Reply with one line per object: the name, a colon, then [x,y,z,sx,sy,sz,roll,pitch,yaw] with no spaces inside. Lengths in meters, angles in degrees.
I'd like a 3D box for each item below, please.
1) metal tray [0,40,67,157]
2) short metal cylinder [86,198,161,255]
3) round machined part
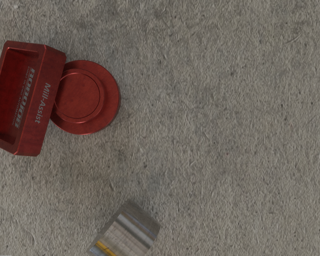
metal tray: [-0.171,-0.039,0.383,0.090,0.030,0.129,15,90,34]
short metal cylinder: [-0.044,0.135,0.382,0.050,0.080,0.080,40,90,0]
round machined part: [-0.102,-0.040,0.401,0.099,0.042,0.097,0,90,0]
